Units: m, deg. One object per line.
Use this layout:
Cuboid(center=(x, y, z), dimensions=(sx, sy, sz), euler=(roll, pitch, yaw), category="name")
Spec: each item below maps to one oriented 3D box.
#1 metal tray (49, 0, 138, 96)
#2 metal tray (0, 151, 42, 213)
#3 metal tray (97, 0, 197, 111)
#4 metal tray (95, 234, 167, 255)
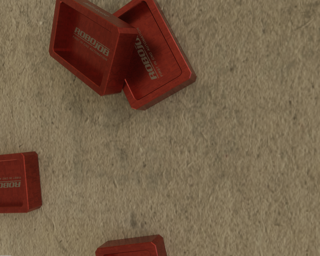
Cuboid(center=(-0.093, -0.111, 0.407), dimensions=(0.130, 0.030, 0.089), euler=(38, 123, 28), category="metal tray")
Cuboid(center=(-0.254, 0.088, 0.493), dimensions=(0.130, 0.030, 0.089), euler=(-7, 88, 19), category="metal tray")
Cuboid(center=(-0.021, -0.100, 0.412), dimensions=(0.090, 0.030, 0.130), euler=(-29, 81, 17), category="metal tray")
Cuboid(center=(-0.029, 0.217, 0.415), dimensions=(0.090, 0.030, 0.129), euler=(-14, 85, 19), category="metal tray")
